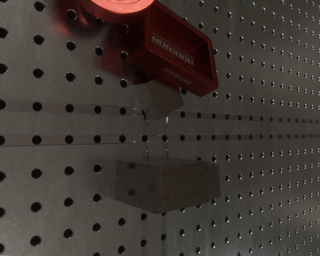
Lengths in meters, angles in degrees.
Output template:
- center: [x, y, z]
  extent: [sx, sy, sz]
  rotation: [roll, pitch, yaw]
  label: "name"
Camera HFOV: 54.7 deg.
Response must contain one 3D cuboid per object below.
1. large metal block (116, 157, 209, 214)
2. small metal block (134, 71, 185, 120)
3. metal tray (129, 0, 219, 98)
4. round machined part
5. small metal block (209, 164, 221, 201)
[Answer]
- center: [0.002, 0.065, 0.377]
  extent: [0.081, 0.080, 0.050]
  rotation: [1, 90, -40]
  label: "large metal block"
- center: [0.000, -0.043, 0.411]
  extent: [0.050, 0.025, 0.050]
  rotation: [-32, 110, -36]
  label: "small metal block"
- center: [0.020, -0.104, 0.403]
  extent: [0.131, 0.030, 0.090]
  rotation: [20, 55, -38]
  label: "metal tray"
- center: [-0.052, -0.161, 0.342]
  extent: [0.099, 0.042, 0.098]
  rotation: [4, 78, -21]
  label: "round machined part"
- center: [0.064, 0.083, 0.466]
  extent: [0.050, 0.025, 0.050]
  rotation: [-8, 95, -40]
  label: "small metal block"
